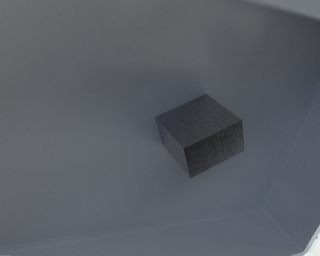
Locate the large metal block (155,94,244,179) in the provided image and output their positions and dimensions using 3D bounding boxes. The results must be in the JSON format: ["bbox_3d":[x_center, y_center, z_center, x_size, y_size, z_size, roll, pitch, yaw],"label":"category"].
[{"bbox_3d":[0.051,0.007,0.404,0.080,0.080,0.050,-25,128,-13],"label":"large metal block"}]
